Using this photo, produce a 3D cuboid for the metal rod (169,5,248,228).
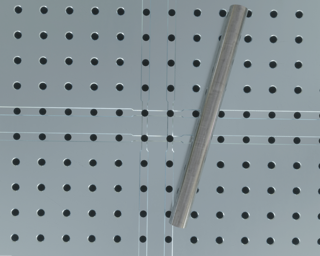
[{"bbox_3d":[0.064,-0.015,0.413,0.025,0.025,0.299,16,90,0],"label":"metal rod"}]
